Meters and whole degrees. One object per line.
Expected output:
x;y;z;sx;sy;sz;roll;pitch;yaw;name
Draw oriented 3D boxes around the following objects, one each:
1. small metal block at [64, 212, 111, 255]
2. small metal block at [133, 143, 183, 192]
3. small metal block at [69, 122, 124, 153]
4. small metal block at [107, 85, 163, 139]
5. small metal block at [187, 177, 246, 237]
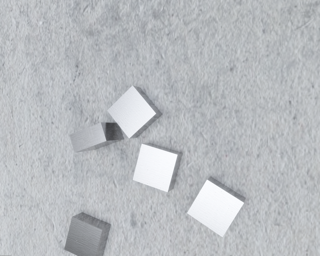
-0.104;0.156;0.444;0.050;0.025;0.050;16;95;19;small metal block
-0.003;0.051;0.409;0.050;0.025;0.050;16;95;19;small metal block
-0.086;0.013;0.425;0.050;0.050;0.025;-20;84;18;small metal block
-0.034;-0.021;0.420;0.050;0.025;0.050;-43;77;14;small metal block
0.070;0.096;0.384;0.050;0.025;0.050;31;100;17;small metal block
